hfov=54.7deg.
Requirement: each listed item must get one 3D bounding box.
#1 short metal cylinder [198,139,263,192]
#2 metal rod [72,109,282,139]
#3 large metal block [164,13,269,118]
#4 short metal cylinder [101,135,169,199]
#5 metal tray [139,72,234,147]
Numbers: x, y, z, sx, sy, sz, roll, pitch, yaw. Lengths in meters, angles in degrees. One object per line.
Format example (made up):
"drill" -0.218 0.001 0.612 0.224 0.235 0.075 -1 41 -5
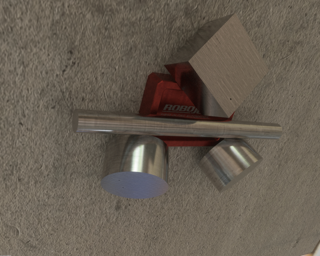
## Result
"short metal cylinder" 0.104 0.052 0.460 0.080 0.050 0.080 -32 158 -15
"metal rod" 0.044 -0.001 0.393 0.302 0.025 0.025 3 117 -30
"large metal block" 0.066 -0.069 0.357 0.080 0.050 0.080 -48 115 -16
"short metal cylinder" -0.029 0.049 0.383 0.080 0.050 0.080 1 146 1
"metal tray" 0.038 -0.021 0.414 0.131 0.030 0.089 2 118 -29
